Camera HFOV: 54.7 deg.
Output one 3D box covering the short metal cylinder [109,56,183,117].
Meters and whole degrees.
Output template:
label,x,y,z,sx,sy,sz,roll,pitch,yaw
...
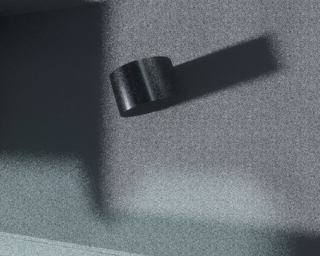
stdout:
label,x,y,z,sx,sy,sz,roll,pitch,yaw
short metal cylinder,-0.017,-0.049,0.387,0.080,0.080,0.050,-18,84,19
